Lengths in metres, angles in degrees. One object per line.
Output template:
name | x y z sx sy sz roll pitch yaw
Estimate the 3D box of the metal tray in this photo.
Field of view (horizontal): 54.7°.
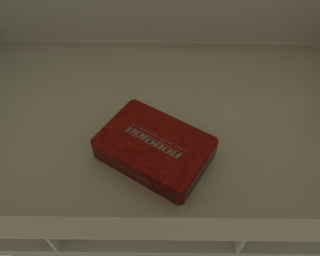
metal tray | -0.006 0.024 0.381 0.130 0.030 0.090 26 55 20
